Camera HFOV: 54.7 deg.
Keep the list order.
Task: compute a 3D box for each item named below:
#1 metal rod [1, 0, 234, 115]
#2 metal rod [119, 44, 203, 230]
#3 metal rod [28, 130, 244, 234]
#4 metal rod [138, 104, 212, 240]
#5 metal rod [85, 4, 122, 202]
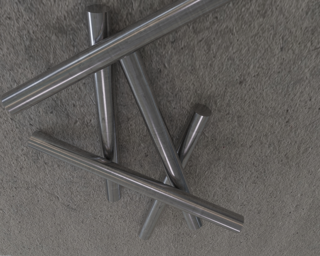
[{"bbox_3d":[-0.025,-0.089,0.304,0.301,0.025,0.025,-25,126,10],"label":"metal rod"},{"bbox_3d":[0.008,0.028,0.405,0.025,0.025,0.299,-14,121,12],"label":"metal rod"},{"bbox_3d":[-0.032,0.072,0.417,0.301,0.025,0.025,22,128,1],"label":"metal rod"},{"bbox_3d":[0.012,0.087,0.480,0.025,0.025,0.298,12,129,-10],"label":"metal rod"},{"bbox_3d":[-0.068,-0.004,0.402,0.025,0.025,0.298,2,130,-2],"label":"metal rod"}]
